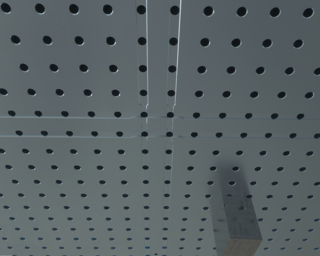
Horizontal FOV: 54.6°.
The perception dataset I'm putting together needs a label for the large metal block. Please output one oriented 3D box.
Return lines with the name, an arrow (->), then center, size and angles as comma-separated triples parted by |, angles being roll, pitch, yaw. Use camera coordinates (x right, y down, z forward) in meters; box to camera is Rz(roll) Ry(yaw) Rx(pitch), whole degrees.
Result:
large metal block -> 0.126, 0.172, 0.522 | 0.050, 0.080, 0.080 | 5, 130, -4
